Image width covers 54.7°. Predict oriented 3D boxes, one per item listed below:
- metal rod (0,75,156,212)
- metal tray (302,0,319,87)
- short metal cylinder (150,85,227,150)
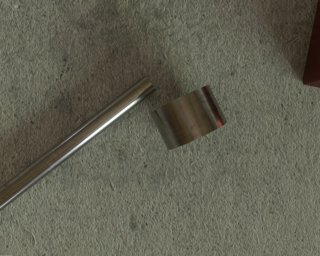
[{"bbox_3d":[-0.131,0.033,0.408,0.300,0.025,0.025,-38,90,0],"label":"metal rod"},{"bbox_3d":[0.221,-0.119,0.379,0.030,0.090,0.129,11,90,0],"label":"metal tray"},{"bbox_3d":[0.035,-0.013,0.383,0.080,0.080,0.050,-26,90,0],"label":"short metal cylinder"}]
